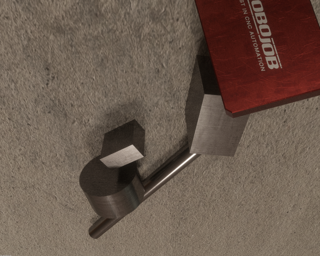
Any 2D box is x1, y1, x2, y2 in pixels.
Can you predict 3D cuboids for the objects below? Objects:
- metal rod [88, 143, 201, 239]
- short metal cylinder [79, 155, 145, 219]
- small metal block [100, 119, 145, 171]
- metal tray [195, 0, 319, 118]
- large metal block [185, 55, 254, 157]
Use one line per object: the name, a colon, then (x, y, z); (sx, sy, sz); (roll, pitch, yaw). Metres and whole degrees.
metal rod: (-0.027, 0.102, 0.493); (0.025, 0.025, 0.299); (31, 123, -24)
short metal cylinder: (-0.066, 0.079, 0.438); (0.080, 0.080, 0.050); (-8, 130, 6)
small metal block: (-0.048, 0.022, 0.409); (0.050, 0.050, 0.025); (-25, 126, 19)
metal tray: (0.088, -0.083, 0.277); (0.090, 0.129, 0.030); (-15, 169, 12)
large metal block: (0.062, -0.026, 0.350); (0.050, 0.080, 0.079); (5, 130, -5)
